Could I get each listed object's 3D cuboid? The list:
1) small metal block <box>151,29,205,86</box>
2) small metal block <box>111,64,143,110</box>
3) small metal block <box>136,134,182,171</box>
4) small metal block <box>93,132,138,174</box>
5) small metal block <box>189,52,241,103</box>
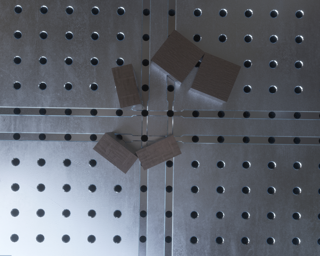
[{"bbox_3d":[0.023,-0.093,0.413,0.050,0.025,0.050,38,90,0],"label":"small metal block"},{"bbox_3d":[-0.041,-0.051,0.401,0.025,0.050,0.050,-13,90,0],"label":"small metal block"},{"bbox_3d":[-0.001,0.030,0.401,0.050,0.050,0.025,-25,90,0],"label":"small metal block"},{"bbox_3d":[-0.054,0.031,0.401,0.050,0.050,0.025,38,90,0],"label":"small metal block"},{"bbox_3d":[0.073,-0.066,0.414,0.050,0.025,0.050,22,90,0],"label":"small metal block"}]
